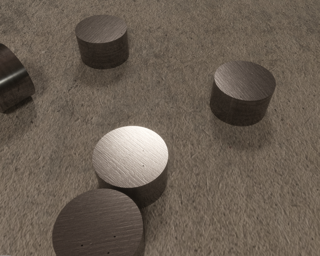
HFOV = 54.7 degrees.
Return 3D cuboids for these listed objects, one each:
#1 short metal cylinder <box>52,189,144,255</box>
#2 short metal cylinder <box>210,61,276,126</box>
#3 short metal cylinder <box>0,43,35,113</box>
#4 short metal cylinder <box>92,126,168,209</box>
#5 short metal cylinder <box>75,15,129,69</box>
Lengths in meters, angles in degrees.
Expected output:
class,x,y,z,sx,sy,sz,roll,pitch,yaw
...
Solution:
class,x,y,z,sx,sy,sz,roll,pitch,yaw
short metal cylinder,-0.056,0.106,0.297,0.081,0.050,0.080,0,50,0
short metal cylinder,0.112,-0.049,0.429,0.081,0.050,0.080,0,50,0
short metal cylinder,-0.218,-0.067,0.421,0.080,0.080,0.050,35,58,25
short metal cylinder,-0.032,0.044,0.350,0.081,0.050,0.080,0,50,0
short metal cylinder,-0.092,-0.141,0.504,0.081,0.050,0.080,0,50,0
